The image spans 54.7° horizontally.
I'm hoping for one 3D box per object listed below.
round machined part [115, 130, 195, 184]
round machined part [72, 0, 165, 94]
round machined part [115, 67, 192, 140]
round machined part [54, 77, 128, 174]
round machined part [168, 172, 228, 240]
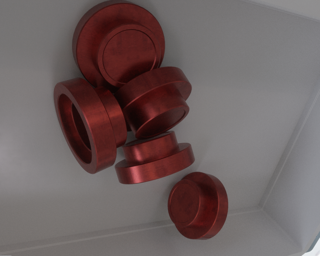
[{"bbox_3d":[-0.009,0.032,0.386,0.099,0.098,0.042,-17,94,-19],"label":"round machined part"},{"bbox_3d":[-0.038,-0.080,0.327,0.099,0.042,0.097,-14,124,-21],"label":"round machined part"},{"bbox_3d":[-0.006,-0.022,0.350,0.099,0.042,0.098,-26,163,-9],"label":"round machined part"},{"bbox_3d":[-0.069,-0.005,0.322,0.042,0.098,0.097,-23,128,-30],"label":"round machined part"},{"bbox_3d":[0.049,0.113,0.458,0.042,0.098,0.097,19,108,-36],"label":"round machined part"}]
